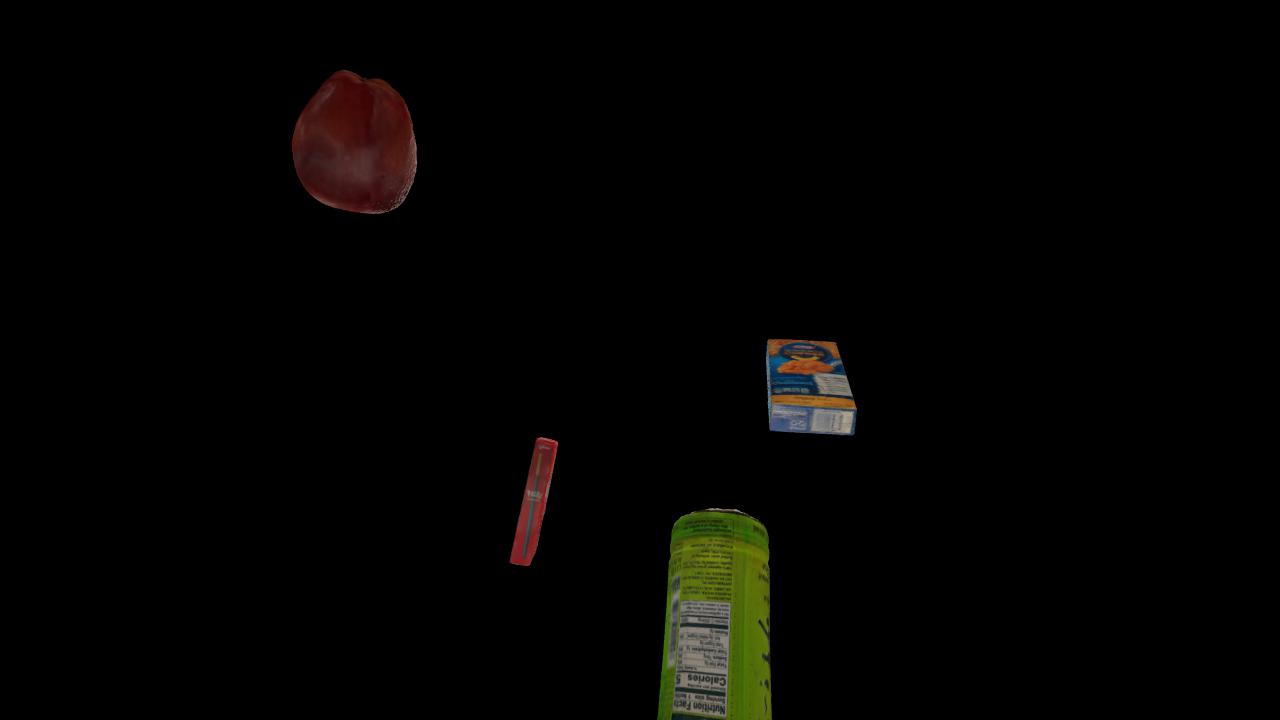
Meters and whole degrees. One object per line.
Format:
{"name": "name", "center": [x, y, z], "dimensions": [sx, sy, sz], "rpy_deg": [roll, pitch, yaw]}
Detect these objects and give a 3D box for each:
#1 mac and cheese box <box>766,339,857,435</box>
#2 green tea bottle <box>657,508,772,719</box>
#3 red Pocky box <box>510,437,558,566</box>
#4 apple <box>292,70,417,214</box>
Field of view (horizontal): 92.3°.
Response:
{"name": "mac and cheese box", "center": [0.201, 0.027, 0.746], "dimensions": [0.093, 0.041, 0.184], "rpy_deg": [1, 25, 9]}
{"name": "green tea bottle", "center": [0.045, 0.202, 0.377], "dimensions": [0.073, 0.212, 0.073], "rpy_deg": [7, -36, 5]}
{"name": "red Pocky box", "center": [-0.134, 0.178, 0.790], "dimensions": [0.028, 0.155, 0.083], "rpy_deg": [11, -7, -2]}
{"name": "apple", "center": [-0.196, -0.146, 0.424], "dimensions": [0.079, 0.093, 0.079], "rpy_deg": [18, 26, -9]}
